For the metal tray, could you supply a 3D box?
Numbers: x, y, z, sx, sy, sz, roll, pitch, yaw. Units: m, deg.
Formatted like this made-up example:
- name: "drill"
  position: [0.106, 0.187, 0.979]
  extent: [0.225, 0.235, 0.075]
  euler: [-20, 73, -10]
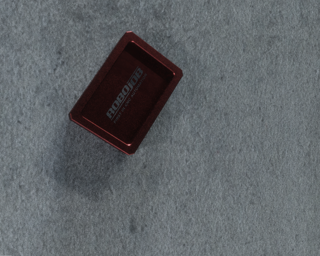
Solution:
- name: "metal tray"
  position: [-0.041, -0.043, 0.391]
  extent: [0.090, 0.030, 0.130]
  euler: [35, 79, -17]
